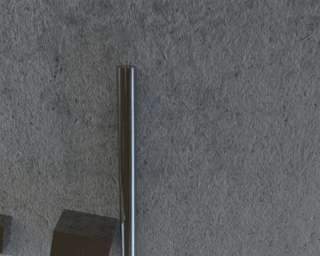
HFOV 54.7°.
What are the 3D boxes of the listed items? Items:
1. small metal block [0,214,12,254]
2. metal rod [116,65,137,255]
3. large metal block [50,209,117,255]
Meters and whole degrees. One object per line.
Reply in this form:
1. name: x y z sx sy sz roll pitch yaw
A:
1. small metal block: -0.255 0.156 0.465 0.050 0.025 0.050 12 110 -5
2. metal rod: -0.045 0.064 0.432 0.025 0.025 0.298 1 110 -1
3. large metal block: -0.114 0.175 0.460 0.081 0.050 0.079 12 110 -5
